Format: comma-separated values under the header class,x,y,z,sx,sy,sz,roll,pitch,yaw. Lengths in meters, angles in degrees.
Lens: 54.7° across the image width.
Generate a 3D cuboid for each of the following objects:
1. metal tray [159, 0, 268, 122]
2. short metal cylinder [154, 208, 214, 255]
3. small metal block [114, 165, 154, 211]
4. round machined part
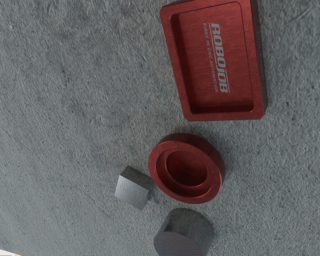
class,x,y,z,sx,sy,sz,roll,pitch,yaw
metal tray,0.059,-0.072,0.327,0.090,0.030,0.129,-1,118,28
short metal cylinder,0.037,0.170,0.475,0.080,0.050,0.079,13,124,20
small metal block,-0.039,0.094,0.484,0.050,0.025,0.050,26,127,11
round machined part,0.038,0.048,0.405,0.098,0.042,0.097,13,124,20
